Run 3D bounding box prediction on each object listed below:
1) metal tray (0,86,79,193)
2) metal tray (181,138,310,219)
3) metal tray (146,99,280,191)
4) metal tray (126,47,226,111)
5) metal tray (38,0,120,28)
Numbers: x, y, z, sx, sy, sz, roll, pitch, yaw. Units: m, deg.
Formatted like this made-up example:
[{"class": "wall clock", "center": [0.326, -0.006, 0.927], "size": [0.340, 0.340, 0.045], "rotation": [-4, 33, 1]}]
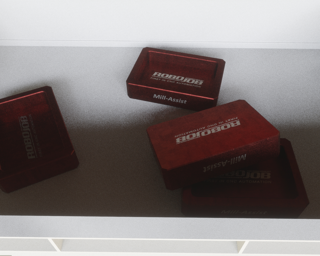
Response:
[{"class": "metal tray", "center": [-0.166, 0.008, 0.393], "size": [0.091, 0.030, 0.130], "rotation": [-20, 53, -16]}, {"class": "metal tray", "center": [0.090, 0.054, 0.356], "size": [0.131, 0.030, 0.090], "rotation": [1, 50, 1]}, {"class": "metal tray", "center": [0.057, 0.015, 0.359], "size": [0.131, 0.030, 0.090], "rotation": [-17, 32, -6]}, {"class": "metal tray", "center": [0.026, -0.074, 0.463], "size": [0.131, 0.030, 0.090], "rotation": [12, 51, 9]}, {"class": "metal tray", "center": [-0.156, -0.243, 0.607], "size": [0.131, 0.030, 0.090], "rotation": [14, 51, 11]}]
